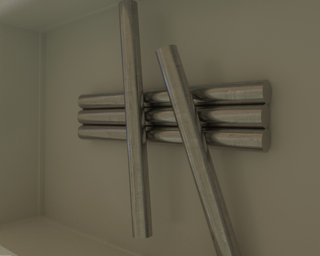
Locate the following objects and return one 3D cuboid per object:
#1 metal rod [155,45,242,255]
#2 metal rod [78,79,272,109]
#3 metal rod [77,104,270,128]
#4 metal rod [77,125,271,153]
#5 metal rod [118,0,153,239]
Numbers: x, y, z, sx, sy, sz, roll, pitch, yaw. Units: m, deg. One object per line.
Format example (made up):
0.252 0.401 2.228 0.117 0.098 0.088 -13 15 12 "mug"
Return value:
0.049 0.054 0.337 0.025 0.025 0.298 -20 84 38 "metal rod"
-0.007 -0.040 0.409 0.300 0.025 0.025 1 91 39 "metal rod"
-0.008 -0.015 0.410 0.300 0.025 0.025 1 91 39 "metal rod"
-0.008 0.010 0.410 0.300 0.025 0.025 1 91 39 "metal rod"
-0.032 -0.014 0.396 0.025 0.025 0.298 -7 86 39 "metal rod"
